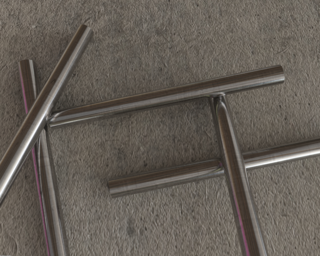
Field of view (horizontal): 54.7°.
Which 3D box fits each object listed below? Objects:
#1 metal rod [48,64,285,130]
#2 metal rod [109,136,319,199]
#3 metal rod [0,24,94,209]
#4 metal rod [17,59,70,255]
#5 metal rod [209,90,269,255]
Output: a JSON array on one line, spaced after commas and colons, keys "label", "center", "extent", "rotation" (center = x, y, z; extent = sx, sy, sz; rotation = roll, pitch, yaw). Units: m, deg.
[{"label": "metal rod", "center": [0.005, -0.039, 0.401], "extent": [0.302, 0.025, 0.025], "rotation": [-11, 70, 4]}, {"label": "metal rod", "center": [0.088, 0.046, 0.391], "extent": [0.302, 0.025, 0.025], "rotation": [-11, 71, -4]}, {"label": "metal rod", "center": [-0.151, -0.019, 0.388], "extent": [0.025, 0.025, 0.300], "rotation": [15, 61, 5]}, {"label": "metal rod", "center": [-0.147, 0.045, 0.390], "extent": [0.025, 0.025, 0.299], "rotation": [-15, 71, -6]}, {"label": "metal rod", "center": [0.088, 0.066, 0.347], "extent": [0.025, 0.025, 0.299], "rotation": [-4, 56, -2]}]
